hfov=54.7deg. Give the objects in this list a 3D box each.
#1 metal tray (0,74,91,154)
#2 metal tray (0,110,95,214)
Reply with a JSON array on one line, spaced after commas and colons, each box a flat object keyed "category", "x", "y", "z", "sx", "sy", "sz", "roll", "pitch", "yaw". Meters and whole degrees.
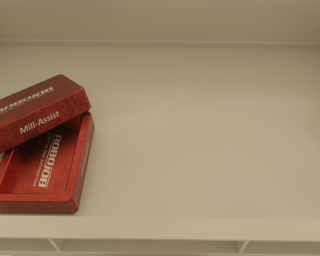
[{"category": "metal tray", "x": -0.167, "y": -0.022, "z": 0.397, "sx": 0.131, "sy": 0.030, "sz": 0.090, "roll": -30, "pitch": 35, "yaw": -23}, {"category": "metal tray", "x": -0.135, "y": 0.035, "z": 0.370, "sx": 0.091, "sy": 0.030, "sz": 0.130, "roll": 1, "pitch": 50, "yaw": 0}]
